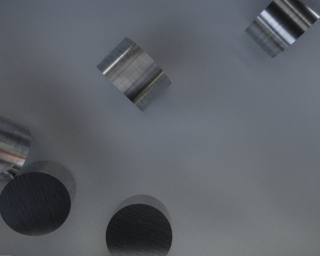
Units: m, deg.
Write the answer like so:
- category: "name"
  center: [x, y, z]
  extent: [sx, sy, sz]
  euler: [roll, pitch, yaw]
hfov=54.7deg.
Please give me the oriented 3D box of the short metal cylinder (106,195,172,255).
- category: "short metal cylinder"
  center: [-0.025, 0.131, 0.399]
  extent: [0.081, 0.050, 0.080]
  euler: [0, 90, 0]

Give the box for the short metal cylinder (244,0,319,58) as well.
- category: "short metal cylinder"
  center: [0.153, -0.134, 0.385]
  extent: [0.050, 0.080, 0.080]
  euler: [45, 90, 0]

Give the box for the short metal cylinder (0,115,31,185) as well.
- category: "short metal cylinder"
  center: [-0.205, 0.023, 0.377]
  extent: [0.080, 0.050, 0.080]
  euler: [-18, 57, 30]

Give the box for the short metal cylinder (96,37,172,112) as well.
- category: "short metal cylinder"
  center: [-0.032, -0.065, 0.383]
  extent: [0.080, 0.080, 0.050]
  euler: [45, 90, 0]

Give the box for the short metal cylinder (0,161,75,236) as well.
- category: "short metal cylinder"
  center: [-0.151, 0.086, 0.390]
  extent: [0.081, 0.050, 0.079]
  euler: [-2, 99, -9]
